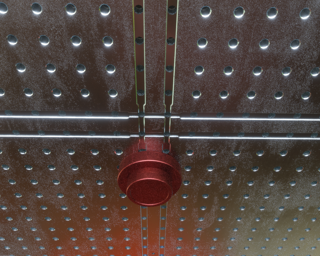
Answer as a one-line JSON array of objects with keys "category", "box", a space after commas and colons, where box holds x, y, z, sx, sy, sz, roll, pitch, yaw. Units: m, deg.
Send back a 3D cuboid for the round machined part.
[{"category": "round machined part", "box": [-0.016, 0.083, 0.471, 0.099, 0.042, 0.097, -1, 130, 0]}]
